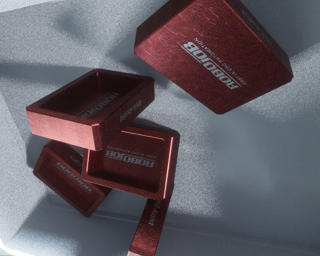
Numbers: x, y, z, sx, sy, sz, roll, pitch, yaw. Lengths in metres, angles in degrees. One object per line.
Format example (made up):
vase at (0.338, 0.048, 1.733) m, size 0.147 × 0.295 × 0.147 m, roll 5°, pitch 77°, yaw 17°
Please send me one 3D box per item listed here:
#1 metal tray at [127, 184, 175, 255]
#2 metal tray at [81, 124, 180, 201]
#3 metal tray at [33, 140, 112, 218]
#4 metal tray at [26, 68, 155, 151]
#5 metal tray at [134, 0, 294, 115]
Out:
metal tray at (-0.016, 0.144, 0.433) m, size 0.030 × 0.130 × 0.089 m, roll 19°, pitch 125°, yaw 3°
metal tray at (-0.043, 0.039, 0.427) m, size 0.130 × 0.030 × 0.089 m, roll 10°, pitch 97°, yaw 22°
metal tray at (-0.151, 0.088, 0.536) m, size 0.130 × 0.030 × 0.089 m, roll 39°, pitch 129°, yaw 1°
metal tray at (-0.073, -0.029, 0.360) m, size 0.090 × 0.131 × 0.030 m, roll 13°, pitch 124°, yaw 21°
metal tray at (0.052, -0.069, 0.294) m, size 0.131 × 0.030 × 0.090 m, roll 31°, pitch 137°, yaw -34°
